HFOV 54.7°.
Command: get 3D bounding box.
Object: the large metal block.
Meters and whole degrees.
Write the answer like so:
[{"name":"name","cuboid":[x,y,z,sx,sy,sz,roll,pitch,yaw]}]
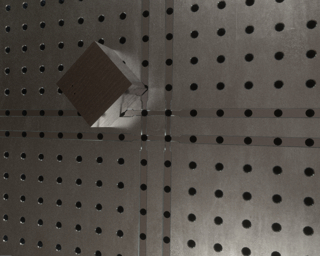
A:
[{"name":"large metal block","cuboid":[-0.079,-0.057,0.426,0.080,0.050,0.080,-44,77,14]}]
